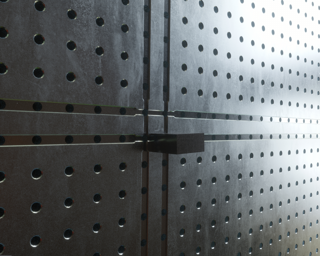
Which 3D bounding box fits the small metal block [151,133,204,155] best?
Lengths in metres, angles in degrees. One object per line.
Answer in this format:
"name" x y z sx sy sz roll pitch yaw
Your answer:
"small metal block" 0.024 0.019 0.415 0.050 0.050 0.025 -2 91 -40
